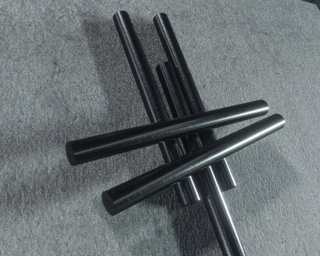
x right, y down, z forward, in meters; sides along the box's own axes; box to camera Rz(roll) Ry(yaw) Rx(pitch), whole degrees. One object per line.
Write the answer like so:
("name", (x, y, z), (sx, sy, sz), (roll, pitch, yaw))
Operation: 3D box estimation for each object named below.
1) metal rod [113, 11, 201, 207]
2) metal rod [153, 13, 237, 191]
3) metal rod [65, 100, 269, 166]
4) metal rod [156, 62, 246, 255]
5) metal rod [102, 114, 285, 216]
("metal rod", (-0.012, -0.041, 0.423), (0.025, 0.025, 0.299), (-7, 65, -32))
("metal rod", (0.044, -0.052, 0.460), (0.025, 0.025, 0.299), (-5, 64, -31))
("metal rod", (0.033, -0.003, 0.391), (0.303, 0.025, 0.025), (-13, 69, -34))
("metal rod", (0.050, 0.040, 0.408), (0.025, 0.025, 0.299), (-5, 64, -31))
("metal rod", (0.065, 0.032, 0.387), (0.302, 0.025, 0.025), (-20, 73, -36))
